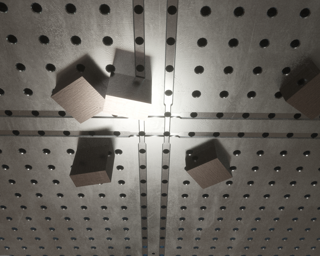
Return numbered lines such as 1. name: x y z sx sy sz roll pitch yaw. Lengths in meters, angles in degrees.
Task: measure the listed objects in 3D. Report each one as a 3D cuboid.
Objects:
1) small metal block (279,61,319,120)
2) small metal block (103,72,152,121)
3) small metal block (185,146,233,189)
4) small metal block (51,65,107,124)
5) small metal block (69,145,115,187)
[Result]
1. small metal block: 0.186 -0.044 0.377 0.050 0.025 0.050 28 124 -23
2. small metal block: -0.037 -0.038 0.363 0.050 0.050 0.025 11 129 -10
3. small metal block: 0.073 0.060 0.464 0.050 0.025 0.050 -27 126 21
4. small metal block: -0.093 -0.040 0.377 0.050 0.025 0.050 -28 125 21
5. small metal block: -0.095 0.053 0.439 0.050 0.050 0.025 -9 130 7
